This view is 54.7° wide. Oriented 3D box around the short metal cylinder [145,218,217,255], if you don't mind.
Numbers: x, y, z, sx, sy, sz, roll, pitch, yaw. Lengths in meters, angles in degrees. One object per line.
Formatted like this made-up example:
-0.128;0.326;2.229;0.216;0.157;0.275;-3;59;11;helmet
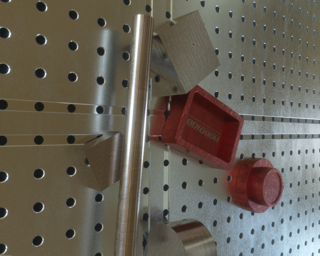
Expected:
0.025;0.160;0.395;0.050;0.080;0.080;4;88;-40;short metal cylinder

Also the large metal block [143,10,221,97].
0.025;-0.098;0.413;0.080;0.050;0.080;-42;116;-32;large metal block

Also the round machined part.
0.183;0.103;0.551;0.099;0.042;0.097;0;90;-40;round machined part

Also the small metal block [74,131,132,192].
-0.063;0.037;0.357;0.050;0.025;0.050;-30;109;-36;small metal block

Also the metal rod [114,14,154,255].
-0.030;0.021;0.351;0.025;0.025;0.298;7;85;-40;metal rod

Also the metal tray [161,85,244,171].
0.068;0.001;0.462;0.131;0.030;0.090;28;73;-37;metal tray
